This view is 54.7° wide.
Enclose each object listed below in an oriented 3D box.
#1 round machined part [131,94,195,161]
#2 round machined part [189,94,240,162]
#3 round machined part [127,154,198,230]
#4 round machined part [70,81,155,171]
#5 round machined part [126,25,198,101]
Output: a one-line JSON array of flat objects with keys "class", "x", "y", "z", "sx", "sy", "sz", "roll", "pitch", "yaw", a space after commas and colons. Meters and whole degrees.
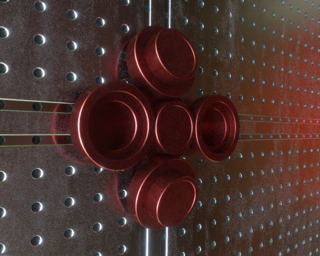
[{"class": "round machined part", "x": 0.008, "y": -0.001, "z": 0.405, "sx": 0.099, "sy": 0.042, "sz": 0.097, "roll": 0, "pitch": 90, "yaw": -40}, {"class": "round machined part", "x": 0.072, "y": 0.000, "z": 0.460, "sx": 0.099, "sy": 0.042, "sz": 0.097, "roll": 0, "pitch": 90, "yaw": -40}, {"class": "round machined part", "x": 0.010, "y": 0.086, "z": 0.394, "sx": 0.099, "sy": 0.042, "sz": 0.097, "roll": -15, "pitch": 114, "yaw": -36}, {"class": "round machined part", "x": -0.056, "y": -0.002, "z": 0.352, "sx": 0.099, "sy": 0.042, "sz": 0.097, "roll": 0, "pitch": 90, "yaw": -40}, {"class": "round machined part", "x": 0.010, "y": -0.086, "z": 0.393, "sx": 0.099, "sy": 0.042, "sz": 0.098, "roll": 13, "pitch": 68, "yaw": -35}]
